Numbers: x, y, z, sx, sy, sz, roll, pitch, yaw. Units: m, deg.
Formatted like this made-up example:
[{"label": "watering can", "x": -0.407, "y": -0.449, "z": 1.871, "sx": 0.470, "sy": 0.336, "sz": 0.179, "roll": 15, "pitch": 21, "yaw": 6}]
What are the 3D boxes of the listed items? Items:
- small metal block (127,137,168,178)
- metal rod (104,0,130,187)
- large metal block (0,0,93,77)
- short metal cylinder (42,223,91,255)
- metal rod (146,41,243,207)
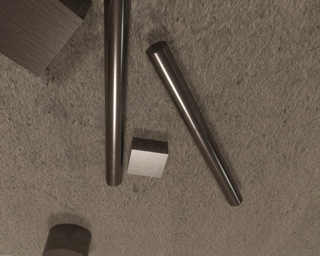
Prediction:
[{"label": "small metal block", "x": -0.018, "y": 0.043, "z": 0.444, "sx": 0.050, "sy": 0.025, "sz": 0.050, "roll": 9, "pitch": 130, "yaw": -8}, {"label": "metal rod", "x": -0.055, "y": -0.033, "z": 0.378, "sx": 0.025, "sy": 0.025, "sz": 0.298, "roll": 4, "pitch": 130, "yaw": -4}, {"label": "large metal block", "x": -0.125, "y": -0.110, "z": 0.295, "sx": 0.080, "sy": 0.050, "sz": 0.080, "roll": 35, "pitch": 122, "yaw": -27}, {"label": "short metal cylinder", "x": -0.172, "y": 0.223, "z": 0.578, "sx": 0.081, "sy": 0.050, "sz": 0.079, "roll": 0, "pitch": 130, "yaw": 0}, {"label": "metal rod", "x": 0.060, "y": 0.016, "z": 0.421, "sx": 0.025, "sy": 0.025, "sz": 0.299, "roll": -20, "pitch": 128, "yaw": 16}]
